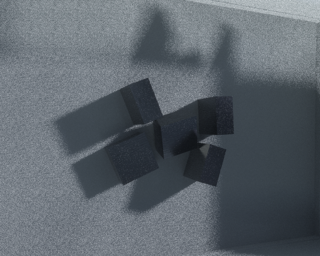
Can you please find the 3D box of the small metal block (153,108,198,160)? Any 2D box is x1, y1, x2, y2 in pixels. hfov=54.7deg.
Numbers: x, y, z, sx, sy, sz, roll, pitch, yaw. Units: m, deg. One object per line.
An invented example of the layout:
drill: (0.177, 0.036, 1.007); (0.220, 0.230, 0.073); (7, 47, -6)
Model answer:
small metal block: (0.021, 0.007, 0.408); (0.050, 0.025, 0.050); (-17, 122, -19)

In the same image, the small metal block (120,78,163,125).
small metal block: (-0.024, -0.032, 0.388); (0.025, 0.050, 0.050); (-24, 98, -18)

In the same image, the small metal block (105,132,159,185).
small metal block: (-0.036, 0.038, 0.397); (0.050, 0.025, 0.050); (-24, 98, -18)

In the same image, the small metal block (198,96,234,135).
small metal block: (0.076, -0.016, 0.425); (0.025, 0.050, 0.050); (-3, 91, -20)

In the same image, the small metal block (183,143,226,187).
small metal block: (0.059, 0.048, 0.419); (0.025, 0.050, 0.050); (19, 84, -19)
